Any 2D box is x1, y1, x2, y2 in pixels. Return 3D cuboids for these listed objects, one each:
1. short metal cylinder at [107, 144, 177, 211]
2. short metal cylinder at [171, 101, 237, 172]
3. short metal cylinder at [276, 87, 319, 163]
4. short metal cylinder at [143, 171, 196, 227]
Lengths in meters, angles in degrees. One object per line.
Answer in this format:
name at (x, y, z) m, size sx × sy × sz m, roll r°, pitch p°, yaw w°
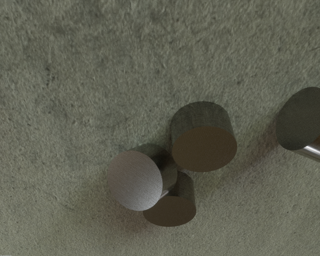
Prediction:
short metal cylinder at (-0.023, 0.065, 0.420) m, size 0.080 × 0.050 × 0.079 m, roll 4°, pitch 99°, yaw 24°
short metal cylinder at (0.055, 0.012, 0.402) m, size 0.081 × 0.050 × 0.079 m, roll 0°, pitch 130°, yaw 0°
short metal cylinder at (0.188, -0.003, 0.372) m, size 0.050 × 0.080 × 0.079 m, roll 21°, pitch 127°, yaw -17°
short metal cylinder at (0.014, 0.111, 0.486) m, size 0.081 × 0.050 × 0.079 m, roll -1°, pitch 130°, yaw 0°
